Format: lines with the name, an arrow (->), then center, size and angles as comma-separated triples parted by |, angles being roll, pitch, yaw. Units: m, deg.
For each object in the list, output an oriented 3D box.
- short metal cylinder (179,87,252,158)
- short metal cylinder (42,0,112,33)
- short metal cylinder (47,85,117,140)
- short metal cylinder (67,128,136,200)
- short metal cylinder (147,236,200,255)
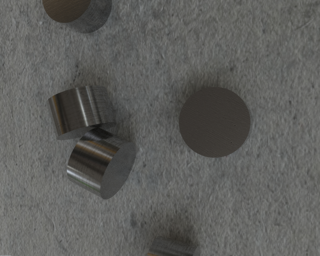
short metal cylinder -> 0.068, -0.007, 0.371 | 0.080, 0.050, 0.079 | 0, 90, 19
short metal cylinder -> -0.115, -0.180, 0.435 | 0.080, 0.050, 0.079 | 0, 90, 19
short metal cylinder -> -0.104, -0.019, 0.415 | 0.080, 0.080, 0.050 | -19, 84, 19
short metal cylinder -> -0.074, 0.046, 0.405 | 0.050, 0.080, 0.080 | 23, 98, 18
short metal cylinder -> 0.014, 0.178, 0.374 | 0.050, 0.080, 0.079 | 8, 93, 19
